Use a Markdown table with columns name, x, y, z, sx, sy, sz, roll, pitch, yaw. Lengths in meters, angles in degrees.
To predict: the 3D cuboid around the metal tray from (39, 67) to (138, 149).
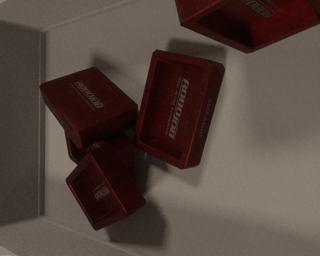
| name | x | y | z | sx | sy | sz | roll | pitch | yaw |
| --- | --- | --- | --- | --- | --- | --- | --- | --- | --- |
| metal tray | -0.101 | -0.035 | 0.433 | 0.130 | 0.091 | 0.030 | 42 | 146 | 38 |

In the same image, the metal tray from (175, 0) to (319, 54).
| name | x | y | z | sx | sy | sz | roll | pitch | yaw |
| --- | --- | --- | --- | --- | --- | --- | --- | --- | --- |
| metal tray | 0.086 | -0.106 | 0.267 | 0.090 | 0.131 | 0.030 | -18 | 79 | 38 |

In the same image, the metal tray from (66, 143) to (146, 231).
| name | x | y | z | sx | sy | sz | roll | pitch | yaw |
| --- | --- | --- | --- | --- | --- | --- | --- | --- | --- |
| metal tray | -0.080 | 0.085 | 0.422 | 0.090 | 0.030 | 0.129 | 57 | 142 | 6 |

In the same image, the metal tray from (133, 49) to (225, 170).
| name | x | y | z | sx | sy | sz | roll | pitch | yaw |
| --- | --- | --- | --- | --- | --- | --- | --- | --- | --- |
| metal tray | 0.019 | -0.025 | 0.385 | 0.090 | 0.030 | 0.129 | 22 | 104 | 37 |

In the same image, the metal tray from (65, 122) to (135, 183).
| name | x | y | z | sx | sy | sz | roll | pitch | yaw |
| --- | --- | --- | --- | --- | --- | --- | --- | --- | --- |
| metal tray | -0.091 | 0.032 | 0.454 | 0.130 | 0.030 | 0.089 | 29 | 132 | 35 |
